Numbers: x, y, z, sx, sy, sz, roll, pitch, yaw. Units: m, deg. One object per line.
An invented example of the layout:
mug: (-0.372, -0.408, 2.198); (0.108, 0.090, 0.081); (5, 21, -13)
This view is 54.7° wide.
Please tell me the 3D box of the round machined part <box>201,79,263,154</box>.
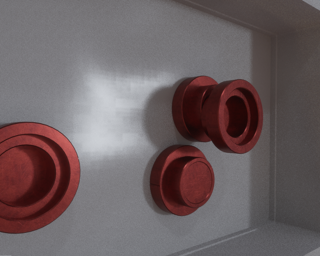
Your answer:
round machined part: (0.094, -0.015, 0.419); (0.099, 0.042, 0.097); (0, 90, -40)

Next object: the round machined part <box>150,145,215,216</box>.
round machined part: (0.037, 0.072, 0.427); (0.099, 0.042, 0.097); (0, 90, -40)

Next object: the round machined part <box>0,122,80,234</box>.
round machined part: (-0.129, 0.043, 0.288); (0.099, 0.042, 0.097); (0, 90, -40)

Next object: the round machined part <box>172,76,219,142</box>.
round machined part: (0.068, -0.028, 0.452); (0.099, 0.042, 0.097); (0, 90, -40)
